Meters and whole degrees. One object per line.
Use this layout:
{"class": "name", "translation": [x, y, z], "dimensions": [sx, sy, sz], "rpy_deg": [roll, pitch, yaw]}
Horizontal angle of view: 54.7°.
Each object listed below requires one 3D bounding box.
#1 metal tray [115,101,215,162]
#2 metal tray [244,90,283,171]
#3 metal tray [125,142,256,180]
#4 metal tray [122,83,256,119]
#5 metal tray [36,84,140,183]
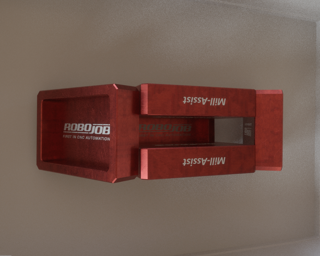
{"class": "metal tray", "translation": [0.008, 0.003, 0.409], "dimensions": [0.131, 0.030, 0.089], "rpy_deg": [0, 90, -21]}
{"class": "metal tray", "translation": [0.129, 0.002, 0.402], "dimensions": [0.030, 0.130, 0.089], "rpy_deg": [1, 91, 10]}
{"class": "metal tray", "translation": [0.029, 0.034, 0.353], "dimensions": [0.131, 0.090, 0.030], "rpy_deg": [0, 90, -21]}
{"class": "metal tray", "translation": [0.030, -0.027, 0.352], "dimensions": [0.131, 0.090, 0.030], "rpy_deg": [0, 90, -20]}
{"class": "metal tray", "translation": [-0.080, 0.004, 0.325], "dimensions": [0.030, 0.130, 0.089], "rpy_deg": [0, 91, -52]}
